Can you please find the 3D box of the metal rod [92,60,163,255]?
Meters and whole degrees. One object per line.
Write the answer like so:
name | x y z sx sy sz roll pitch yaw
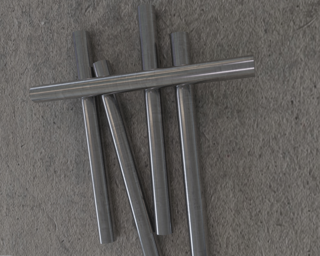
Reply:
metal rod | -0.043 0.052 0.424 0.025 0.025 0.299 -18 84 19

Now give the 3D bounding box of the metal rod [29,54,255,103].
metal rod | -0.037 -0.059 0.394 0.301 0.025 0.025 -4 89 19

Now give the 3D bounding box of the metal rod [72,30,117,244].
metal rod | -0.094 0.010 0.441 0.025 0.025 0.298 -9 87 20

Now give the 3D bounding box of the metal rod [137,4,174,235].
metal rod | -0.006 -0.012 0.411 0.025 0.025 0.298 -5 88 20

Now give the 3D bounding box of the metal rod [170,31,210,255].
metal rod | 0.038 0.028 0.395 0.025 0.025 0.298 -6 88 20
